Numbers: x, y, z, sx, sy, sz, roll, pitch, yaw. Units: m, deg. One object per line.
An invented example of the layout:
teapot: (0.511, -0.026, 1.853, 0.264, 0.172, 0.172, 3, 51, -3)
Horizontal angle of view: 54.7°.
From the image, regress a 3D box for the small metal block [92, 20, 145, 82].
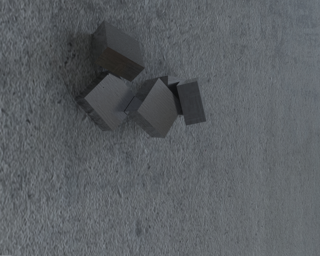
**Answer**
small metal block: (-0.048, -0.087, 0.352, 0.050, 0.025, 0.050, 24, 38, -38)

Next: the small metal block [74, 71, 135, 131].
small metal block: (-0.060, -0.031, 0.357, 0.050, 0.025, 0.050, -52, 121, -27)

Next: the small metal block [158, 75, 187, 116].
small metal block: (0.021, -0.042, 0.426, 0.050, 0.025, 0.050, 2, 89, -40)

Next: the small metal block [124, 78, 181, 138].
small metal block: (-0.006, -0.023, 0.369, 0.050, 0.025, 0.050, 45, 63, -31)

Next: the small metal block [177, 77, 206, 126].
small metal block: (0.041, -0.035, 0.394, 0.050, 0.025, 0.050, -60, 137, -73)
